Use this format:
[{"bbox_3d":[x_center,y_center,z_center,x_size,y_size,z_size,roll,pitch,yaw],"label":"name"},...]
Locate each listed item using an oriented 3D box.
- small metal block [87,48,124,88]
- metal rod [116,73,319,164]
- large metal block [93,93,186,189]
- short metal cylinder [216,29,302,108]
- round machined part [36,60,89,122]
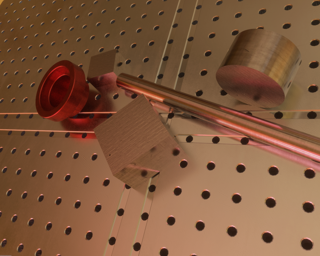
[{"bbox_3d":[-0.090,-0.099,0.514,0.050,0.025,0.050,-11,57,21],"label":"small metal block"},{"bbox_3d":[0.053,-0.025,0.394,0.300,0.025,0.025,24,75,36],"label":"metal rod"},{"bbox_3d":[-0.027,0.017,0.395,0.080,0.050,0.080,-36,51,4],"label":"large metal block"},{"bbox_3d":[0.112,-0.066,0.354,0.080,0.080,0.050,19,72,35],"label":"short metal cylinder"},{"bbox_3d":[-0.153,-0.056,0.500,0.098,0.042,0.098,-15,64,33],"label":"round machined part"}]
